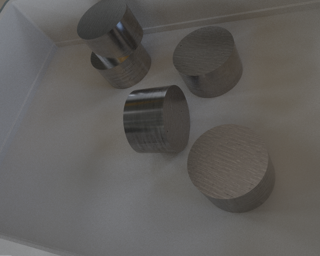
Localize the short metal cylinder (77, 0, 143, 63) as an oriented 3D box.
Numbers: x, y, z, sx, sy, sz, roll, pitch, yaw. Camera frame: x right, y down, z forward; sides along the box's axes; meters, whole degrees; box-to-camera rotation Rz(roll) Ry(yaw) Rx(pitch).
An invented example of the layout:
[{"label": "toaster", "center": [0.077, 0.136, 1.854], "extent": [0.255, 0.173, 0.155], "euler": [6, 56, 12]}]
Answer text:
[{"label": "short metal cylinder", "center": [-0.072, -0.142, 0.451], "extent": [0.080, 0.050, 0.080], "euler": [-13, 56, 21]}]

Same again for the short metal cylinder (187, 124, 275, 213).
[{"label": "short metal cylinder", "center": [0.075, 0.043, 0.324], "extent": [0.080, 0.050, 0.080], "euler": [-13, 56, 21]}]

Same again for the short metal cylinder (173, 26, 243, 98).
[{"label": "short metal cylinder", "center": [0.064, -0.087, 0.409], "extent": [0.080, 0.050, 0.080], "euler": [-13, 56, 21]}]

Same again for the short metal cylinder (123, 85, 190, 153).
[{"label": "short metal cylinder", "center": [-0.001, -0.010, 0.377], "extent": [0.050, 0.080, 0.080], "euler": [-4, 60, 26]}]

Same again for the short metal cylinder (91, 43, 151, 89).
[{"label": "short metal cylinder", "center": [-0.061, -0.109, 0.489], "extent": [0.080, 0.050, 0.080], "euler": [-13, 56, 21]}]
